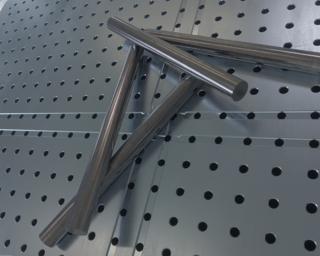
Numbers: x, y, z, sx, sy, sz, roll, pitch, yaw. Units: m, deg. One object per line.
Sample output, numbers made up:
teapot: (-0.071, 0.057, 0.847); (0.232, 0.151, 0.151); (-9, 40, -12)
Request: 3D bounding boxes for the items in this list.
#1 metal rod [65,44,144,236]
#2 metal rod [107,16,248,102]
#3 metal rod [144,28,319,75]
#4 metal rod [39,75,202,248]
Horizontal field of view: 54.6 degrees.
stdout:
metal rod: (-0.065, -0.007, 0.424); (0.025, 0.025, 0.300); (-6, 51, 25)
metal rod: (0.004, -0.112, 0.446); (0.025, 0.025, 0.300); (-47, 48, -4)
metal rod: (0.092, -0.109, 0.427); (0.300, 0.025, 0.025); (21, 73, 36)
metal rod: (-0.044, 0.034, 0.411); (0.300, 0.025, 0.025); (-48, 51, -6)
